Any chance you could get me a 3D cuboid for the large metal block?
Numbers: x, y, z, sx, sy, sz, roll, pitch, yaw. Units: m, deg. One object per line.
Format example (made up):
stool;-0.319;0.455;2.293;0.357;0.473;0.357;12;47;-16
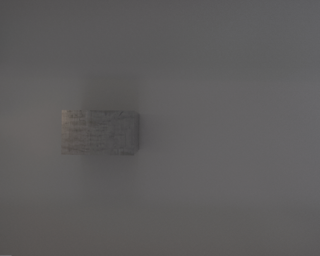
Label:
large metal block;-0.069;0.005;0.383;0.080;0.080;0.050;1;90;0
